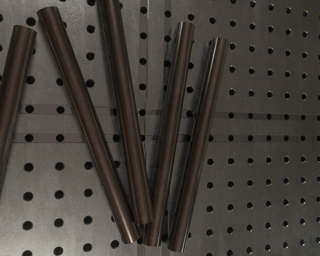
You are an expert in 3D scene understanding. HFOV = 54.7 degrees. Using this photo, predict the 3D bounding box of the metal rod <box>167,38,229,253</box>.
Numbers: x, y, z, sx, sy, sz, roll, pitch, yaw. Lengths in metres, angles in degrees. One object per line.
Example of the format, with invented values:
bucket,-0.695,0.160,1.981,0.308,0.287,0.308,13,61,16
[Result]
metal rod,0.054,0.020,0.434,0.025,0.025,0.298,14,85,-20

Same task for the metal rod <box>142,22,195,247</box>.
metal rod,0.012,0.006,0.418,0.025,0.025,0.298,10,86,-20

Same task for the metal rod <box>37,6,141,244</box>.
metal rod,-0.084,0.002,0.382,0.025,0.025,0.298,-21,97,-19

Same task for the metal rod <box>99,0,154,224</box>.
metal rod,-0.043,-0.030,0.389,0.025,0.025,0.298,-9,90,-20

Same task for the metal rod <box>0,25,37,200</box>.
metal rod,-0.182,0.033,0.345,0.025,0.025,0.298,12,86,-20
